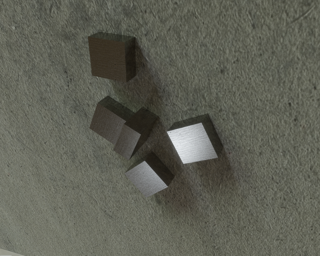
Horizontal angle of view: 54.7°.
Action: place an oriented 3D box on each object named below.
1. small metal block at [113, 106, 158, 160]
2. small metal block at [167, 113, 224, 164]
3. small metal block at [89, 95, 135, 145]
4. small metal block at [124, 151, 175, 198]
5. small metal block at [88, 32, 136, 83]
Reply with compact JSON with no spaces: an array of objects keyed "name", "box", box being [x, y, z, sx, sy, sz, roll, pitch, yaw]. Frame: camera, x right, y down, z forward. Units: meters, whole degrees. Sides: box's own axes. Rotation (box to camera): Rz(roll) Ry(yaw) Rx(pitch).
[{"name":"small metal block","box":[-0.032,0.007,0.412,0.025,0.050,0.050,33,129,7]},{"name":"small metal block","box":[0.045,0.014,0.392,0.050,0.025,0.050,-16,111,34]},{"name":"small metal block","box":[-0.066,-0.009,0.436,0.050,0.025,0.050,33,129,6]},{"name":"small metal block","box":[-0.016,0.069,0.458,0.050,0.025,0.050,49,129,-7]},{"name":"small metal block","box":[-0.058,-0.088,0.383,0.050,0.025,0.050,14,124,20]}]
